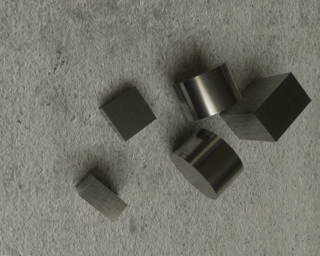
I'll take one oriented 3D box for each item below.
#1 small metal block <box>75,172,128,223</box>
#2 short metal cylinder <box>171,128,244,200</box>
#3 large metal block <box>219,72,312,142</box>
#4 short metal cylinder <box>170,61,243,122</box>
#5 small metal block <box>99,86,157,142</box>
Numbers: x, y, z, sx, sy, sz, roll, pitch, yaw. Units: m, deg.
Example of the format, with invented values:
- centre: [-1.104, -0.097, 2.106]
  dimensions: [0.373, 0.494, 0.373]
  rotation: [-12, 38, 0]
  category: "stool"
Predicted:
- centre: [-0.071, 0.081, 0.370]
  dimensions: [0.050, 0.050, 0.025]
  rotation: [44, 76, -15]
  category: "small metal block"
- centre: [0.060, 0.047, 0.404]
  dimensions: [0.050, 0.080, 0.080]
  rotation: [-43, 104, -15]
  category: "short metal cylinder"
- centre: [0.145, -0.028, 0.435]
  dimensions: [0.080, 0.080, 0.050]
  rotation: [-45, 105, -15]
  category: "large metal block"
- centre: [0.060, -0.048, 0.403]
  dimensions: [0.081, 0.080, 0.050]
  rotation: [-28, 100, -18]
  category: "short metal cylinder"
- centre: [-0.041, -0.018, 0.395]
  dimensions: [0.050, 0.025, 0.050]
  rotation: [-37, 102, -16]
  category: "small metal block"
